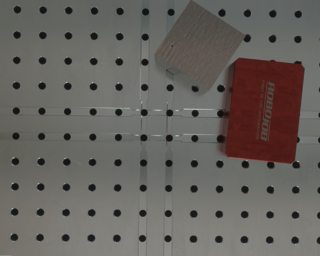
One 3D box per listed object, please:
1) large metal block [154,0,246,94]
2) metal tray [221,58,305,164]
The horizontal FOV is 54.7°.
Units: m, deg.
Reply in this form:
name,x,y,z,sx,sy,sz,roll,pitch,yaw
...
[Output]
name,x,y,z,sx,sy,sz,roll,pitch,yaw
large metal block,0.049,-0.101,0.401,0.080,0.050,0.080,33,90,0
metal tray,0.135,-0.022,0.412,0.091,0.030,0.129,6,90,0
